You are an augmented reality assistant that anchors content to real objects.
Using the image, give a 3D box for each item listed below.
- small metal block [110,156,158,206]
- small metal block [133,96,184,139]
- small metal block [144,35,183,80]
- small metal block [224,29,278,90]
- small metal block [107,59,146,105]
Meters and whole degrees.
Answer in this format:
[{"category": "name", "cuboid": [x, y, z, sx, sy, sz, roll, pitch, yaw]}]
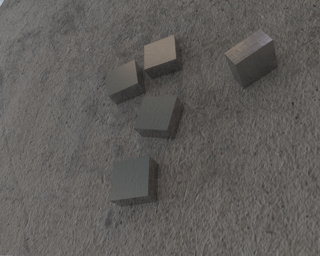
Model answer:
[{"category": "small metal block", "cuboid": [-0.031, 0.066, 0.380, 0.050, 0.025, 0.050, -13, 56, 21]}, {"category": "small metal block", "cuboid": [-0.001, -0.014, 0.413, 0.050, 0.025, 0.050, 3, 63, 29]}, {"category": "small metal block", "cuboid": [0.004, -0.107, 0.467, 0.050, 0.025, 0.050, -15, 56, 19]}, {"category": "small metal block", "cuboid": [0.113, -0.083, 0.380, 0.050, 0.050, 0.025, -34, 52, 6]}, {"category": "small metal block", "cuboid": [-0.052, -0.070, 0.474, 0.050, 0.025, 0.050, -21, 54, 15]}]
